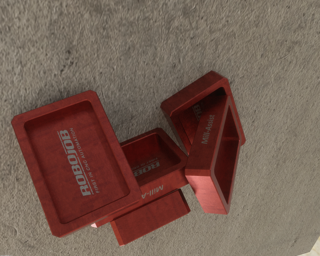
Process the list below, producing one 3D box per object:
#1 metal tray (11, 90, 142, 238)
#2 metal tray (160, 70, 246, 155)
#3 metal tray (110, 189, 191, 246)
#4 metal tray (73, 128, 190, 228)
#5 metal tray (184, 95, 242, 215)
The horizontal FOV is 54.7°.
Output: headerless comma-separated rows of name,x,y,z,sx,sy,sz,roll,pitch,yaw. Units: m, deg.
metal tray,-0.086,0.034,0.322,0.091,0.130,0.030,-22,166,-16
metal tray,0.066,-0.005,0.440,0.090,0.030,0.130,-34,129,-7
metal tray,-0.021,0.115,0.413,0.091,0.130,0.030,-22,82,-15
metal tray,-0.036,0.054,0.381,0.131,0.090,0.030,-23,127,-15
metal tray,0.074,0.032,0.398,0.090,0.030,0.130,63,36,-39
